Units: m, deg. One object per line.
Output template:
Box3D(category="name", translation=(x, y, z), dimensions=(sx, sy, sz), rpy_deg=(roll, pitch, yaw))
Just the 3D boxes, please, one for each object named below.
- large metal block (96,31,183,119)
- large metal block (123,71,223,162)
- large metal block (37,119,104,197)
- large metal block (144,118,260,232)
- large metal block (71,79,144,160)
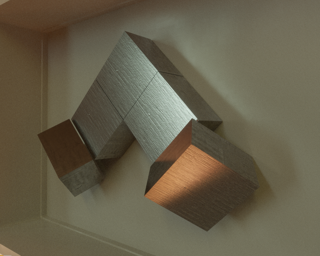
Box3D(category="large metal block", translation=(-0.030, -0.067, 0.413), dimensions=(0.080, 0.050, 0.080), rpy_deg=(-51, 60, 28))
Box3D(category="large metal block", translation=(0.013, -0.009, 0.377), dimensions=(0.080, 0.050, 0.080), rpy_deg=(-51, 60, 28))
Box3D(category="large metal block", translation=(-0.134, 0.047, 0.471), dimensions=(0.080, 0.050, 0.080), rpy_deg=(54, 164, 26))
Box3D(category="large metal block", translation=(0.042, 0.050, 0.326), dimensions=(0.080, 0.050, 0.080), rpy_deg=(32, 118, -12))
Box3D(category="large metal block", translation=(-0.075, -0.012, 0.450), dimensions=(0.080, 0.050, 0.080), rpy_deg=(-51, 60, 28))
